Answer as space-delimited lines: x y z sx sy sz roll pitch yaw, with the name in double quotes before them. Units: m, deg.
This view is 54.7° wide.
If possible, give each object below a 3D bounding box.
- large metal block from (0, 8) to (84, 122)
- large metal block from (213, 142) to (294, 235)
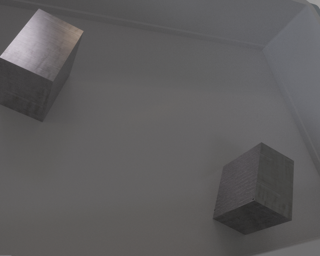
"large metal block" -0.131 -0.066 0.340 0.050 0.080 0.080 25 53 -13
"large metal block" 0.116 0.077 0.385 0.050 0.080 0.080 29 52 -10
